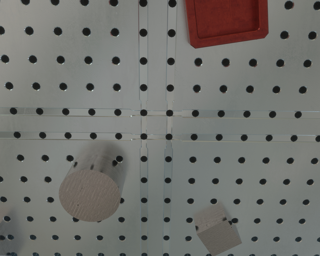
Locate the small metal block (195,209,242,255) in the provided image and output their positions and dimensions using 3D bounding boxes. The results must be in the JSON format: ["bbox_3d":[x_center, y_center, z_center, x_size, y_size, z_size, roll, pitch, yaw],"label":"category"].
[{"bbox_3d":[0.089,0.161,0.473,0.050,0.025,0.050,-30,108,10],"label":"small metal block"}]

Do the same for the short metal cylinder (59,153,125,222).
[{"bbox_3d":[-0.092,0.081,0.429,0.081,0.050,0.079,0,110,0],"label":"short metal cylinder"}]

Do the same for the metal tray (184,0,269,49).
[{"bbox_3d":[0.071,-0.163,0.351,0.090,0.030,0.129,-8,110,3],"label":"metal tray"}]

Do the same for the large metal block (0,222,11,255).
[{"bbox_3d":[-0.282,0.194,0.469,0.080,0.050,0.079,-4,110,1],"label":"large metal block"}]
